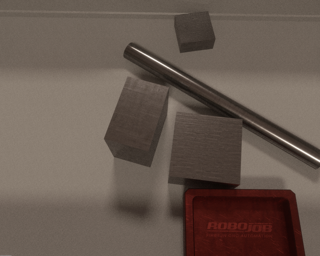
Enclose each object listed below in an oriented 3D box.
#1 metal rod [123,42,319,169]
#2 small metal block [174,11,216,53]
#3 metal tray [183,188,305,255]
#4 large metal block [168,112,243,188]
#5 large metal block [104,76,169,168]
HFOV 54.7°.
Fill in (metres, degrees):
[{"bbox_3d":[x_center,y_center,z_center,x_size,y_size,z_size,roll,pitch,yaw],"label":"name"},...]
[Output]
[{"bbox_3d":[0.080,-0.035,0.423,0.301,0.025,0.025,32,73,10],"label":"metal rod"},{"bbox_3d":[0.051,-0.143,0.463,0.050,0.025,0.050,-9,70,-4],"label":"small metal block"},{"bbox_3d":[0.094,0.119,0.361,0.131,0.030,0.090,1,66,0],"label":"metal tray"},{"bbox_3d":[0.055,0.030,0.386,0.080,0.050,0.080,7,70,2],"label":"large metal block"},{"bbox_3d":[-0.025,-0.004,0.382,0.050,0.080,0.080,16,71,5],"label":"large metal block"}]
